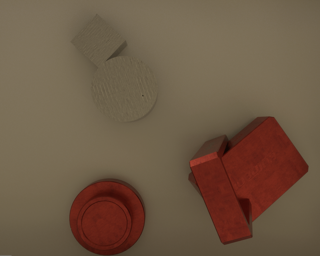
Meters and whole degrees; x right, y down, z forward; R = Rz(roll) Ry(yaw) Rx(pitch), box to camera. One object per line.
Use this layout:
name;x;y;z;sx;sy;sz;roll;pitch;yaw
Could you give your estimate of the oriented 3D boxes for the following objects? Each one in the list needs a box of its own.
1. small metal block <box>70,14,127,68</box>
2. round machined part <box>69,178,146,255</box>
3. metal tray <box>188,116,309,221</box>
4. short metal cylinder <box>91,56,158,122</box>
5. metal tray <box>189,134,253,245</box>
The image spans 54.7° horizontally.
small metal block;-0.080;-0.112;0.410;0.050;0.025;0.050;43;90;-1
round machined part;-0.069;0.118;0.402;0.099;0.042;0.097;0;90;-1
metal tray;0.113;0.057;0.395;0.130;0.030;0.090;-38;98;-9
short metal cylinder;-0.043;-0.047;0.398;0.081;0.050;0.079;0;90;-1
metal tray;0.075;0.062;0.358;0.030;0.130;0.090;-22;90;17
